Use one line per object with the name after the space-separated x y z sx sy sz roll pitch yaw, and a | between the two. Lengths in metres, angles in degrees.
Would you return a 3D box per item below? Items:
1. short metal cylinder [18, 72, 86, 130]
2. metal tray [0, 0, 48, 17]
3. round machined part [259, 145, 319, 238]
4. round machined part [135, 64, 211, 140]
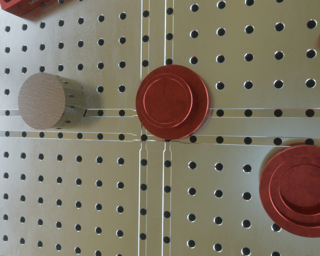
-0.157 -0.037 0.453 0.080 0.050 0.079 0 90 19 | short metal cylinder
-0.194 -0.242 0.476 0.130 0.030 0.090 -19 84 18 | metal tray
0.163 0.067 0.346 0.098 0.042 0.097 0 90 19 | round machined part
0.013 -0.033 0.398 0.098 0.042 0.097 0 90 19 | round machined part
